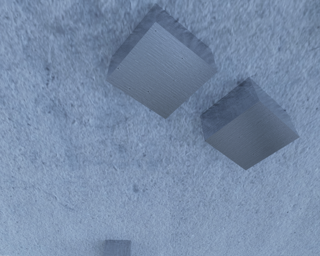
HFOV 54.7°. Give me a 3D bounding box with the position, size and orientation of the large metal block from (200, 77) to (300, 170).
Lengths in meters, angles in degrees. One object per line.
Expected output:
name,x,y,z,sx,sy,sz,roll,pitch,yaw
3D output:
large metal block,0.110,-0.003,0.390,0.080,0.050,0.080,35,122,-26

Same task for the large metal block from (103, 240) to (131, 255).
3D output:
large metal block,-0.084,0.277,0.606,0.050,0.080,0.079,2,130,-2

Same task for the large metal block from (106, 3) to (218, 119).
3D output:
large metal block,0.001,-0.069,0.332,0.080,0.050,0.080,32,123,-25
